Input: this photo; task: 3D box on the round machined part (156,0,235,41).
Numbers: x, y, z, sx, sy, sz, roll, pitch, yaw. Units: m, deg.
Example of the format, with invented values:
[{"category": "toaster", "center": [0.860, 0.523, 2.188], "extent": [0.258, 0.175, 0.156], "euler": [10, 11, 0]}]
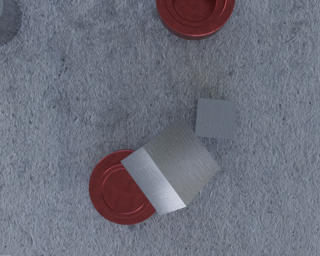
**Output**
[{"category": "round machined part", "center": [0.044, -0.162, 0.402], "extent": [0.099, 0.042, 0.097], "euler": [0, 90, -1]}]

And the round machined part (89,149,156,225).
[{"category": "round machined part", "center": [-0.043, 0.078, 0.401], "extent": [0.099, 0.042, 0.097], "euler": [0, 90, -1]}]

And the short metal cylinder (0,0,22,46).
[{"category": "short metal cylinder", "center": [-0.228, -0.149, 0.394], "extent": [0.081, 0.050, 0.079], "euler": [0, 90, -1]}]

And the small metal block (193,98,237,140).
[{"category": "small metal block", "center": [0.072, -0.012, 0.411], "extent": [0.050, 0.025, 0.050], "euler": [5, 90, -1]}]

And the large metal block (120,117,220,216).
[{"category": "large metal block", "center": [0.014, 0.045, 0.377], "extent": [0.080, 0.050, 0.081], "euler": [54, 46, 0]}]
